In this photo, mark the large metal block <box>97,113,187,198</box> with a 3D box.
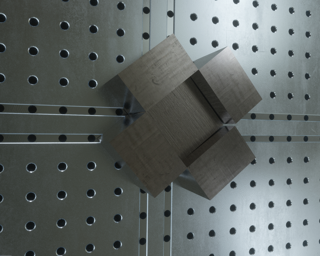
[{"bbox_3d":[-0.025,0.030,0.374,0.050,0.080,0.080,-41,103,-15],"label":"large metal block"}]

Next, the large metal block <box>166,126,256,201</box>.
[{"bbox_3d":[0.061,0.041,0.407,0.080,0.080,0.050,-39,103,-16],"label":"large metal block"}]

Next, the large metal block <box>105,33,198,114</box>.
[{"bbox_3d":[-0.014,-0.062,0.378,0.080,0.080,0.050,-40,103,-15],"label":"large metal block"}]

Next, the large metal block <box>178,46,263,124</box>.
[{"bbox_3d":[0.073,-0.052,0.410,0.050,0.080,0.080,-41,103,-16],"label":"large metal block"}]

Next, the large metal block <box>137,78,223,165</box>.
[{"bbox_3d":[0.020,-0.011,0.405,0.080,0.050,0.080,-40,101,-14],"label":"large metal block"}]
